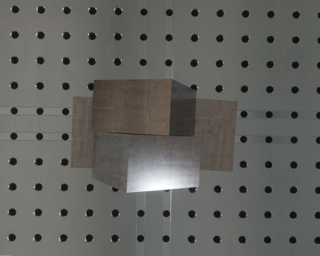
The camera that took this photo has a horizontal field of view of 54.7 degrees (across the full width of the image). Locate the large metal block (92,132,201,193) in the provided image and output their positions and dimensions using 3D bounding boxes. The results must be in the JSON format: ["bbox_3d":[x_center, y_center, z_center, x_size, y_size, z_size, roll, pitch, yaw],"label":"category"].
[{"bbox_3d":[-0.016,0.031,0.319,0.081,0.080,0.050,3,90,-34],"label":"large metal block"}]

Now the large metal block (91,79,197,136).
[{"bbox_3d":[-0.013,-0.019,0.322,0.080,0.080,0.050,3,90,22],"label":"large metal block"}]

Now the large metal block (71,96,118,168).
[{"bbox_3d":[-0.073,0.005,0.385,0.050,0.080,0.079,2,90,0],"label":"large metal block"}]

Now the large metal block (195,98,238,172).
[{"bbox_3d":[0.059,0.008,0.386,0.050,0.080,0.079,4,90,0],"label":"large metal block"}]

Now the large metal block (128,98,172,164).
[{"bbox_3d":[-0.006,0.005,0.399,0.081,0.050,0.079,3,90,-1],"label":"large metal block"}]
